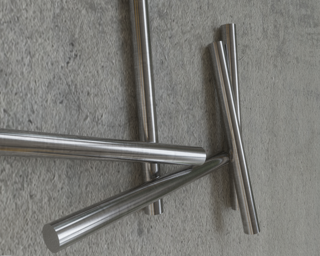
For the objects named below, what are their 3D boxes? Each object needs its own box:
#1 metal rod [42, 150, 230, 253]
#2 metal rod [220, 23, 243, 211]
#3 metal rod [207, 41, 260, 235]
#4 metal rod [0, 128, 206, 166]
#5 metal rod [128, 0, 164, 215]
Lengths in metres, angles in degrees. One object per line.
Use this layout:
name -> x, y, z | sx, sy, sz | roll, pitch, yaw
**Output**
metal rod -> 0.004, 0.069, 0.372 | 0.302, 0.025, 0.025 | -13, 99, -50
metal rod -> 0.120, -0.015, 0.504 | 0.025, 0.025, 0.298 | -8, 95, -40
metal rod -> 0.115, 0.016, 0.481 | 0.025, 0.025, 0.298 | -13, 93, -39
metal rod -> -0.073, 0.021, 0.322 | 0.302, 0.025, 0.025 | 7, 86, -33
metal rod -> -0.019, -0.041, 0.388 | 0.025, 0.025, 0.298 | -7, 95, -40
